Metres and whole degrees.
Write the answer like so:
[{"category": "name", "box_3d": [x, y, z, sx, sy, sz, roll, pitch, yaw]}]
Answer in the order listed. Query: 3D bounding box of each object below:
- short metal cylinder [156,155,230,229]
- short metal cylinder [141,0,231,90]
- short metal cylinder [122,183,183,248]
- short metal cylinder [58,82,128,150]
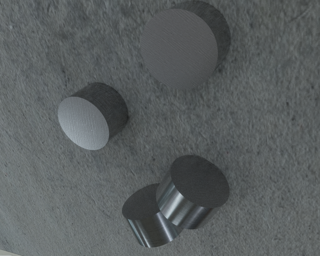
[{"category": "short metal cylinder", "box_3d": [0.041, 0.081, 0.399, 0.080, 0.080, 0.050, 32, 128, 7]}, {"category": "short metal cylinder", "box_3d": [0.027, -0.086, 0.322, 0.080, 0.050, 0.079, 13, 124, 20]}, {"category": "short metal cylinder", "box_3d": [-0.008, 0.125, 0.452, 0.080, 0.080, 0.050, -10, 113, 32]}, {"category": "short metal cylinder", "box_3d": [-0.091, -0.017, 0.427, 0.080, 0.050, 0.079, 13, 124, 20]}]
